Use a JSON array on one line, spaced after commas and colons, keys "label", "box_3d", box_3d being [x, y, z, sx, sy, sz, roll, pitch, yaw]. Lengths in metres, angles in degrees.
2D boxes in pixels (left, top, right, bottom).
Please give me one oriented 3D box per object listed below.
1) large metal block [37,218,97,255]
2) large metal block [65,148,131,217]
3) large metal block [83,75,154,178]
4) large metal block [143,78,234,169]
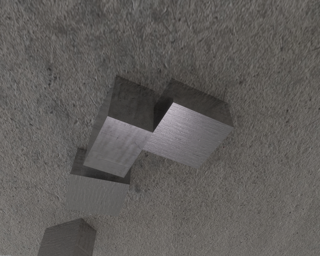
[{"label": "large metal block", "box_3d": [-0.168, 0.219, 0.556, 0.080, 0.080, 0.050, -20, 127, 16]}, {"label": "large metal block", "box_3d": [-0.091, 0.082, 0.460, 0.081, 0.050, 0.079, 12, 129, -11]}, {"label": "large metal block", "box_3d": [-0.048, -0.002, 0.369, 0.050, 0.080, 0.080, 21, 127, -17]}, {"label": "large metal block", "box_3d": [0.032, -0.003, 0.388, 0.080, 0.050, 0.080, 21, 127, -17]}]
